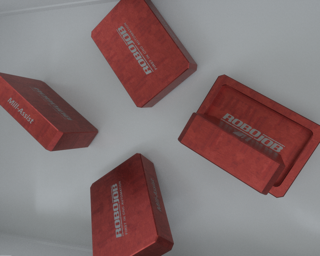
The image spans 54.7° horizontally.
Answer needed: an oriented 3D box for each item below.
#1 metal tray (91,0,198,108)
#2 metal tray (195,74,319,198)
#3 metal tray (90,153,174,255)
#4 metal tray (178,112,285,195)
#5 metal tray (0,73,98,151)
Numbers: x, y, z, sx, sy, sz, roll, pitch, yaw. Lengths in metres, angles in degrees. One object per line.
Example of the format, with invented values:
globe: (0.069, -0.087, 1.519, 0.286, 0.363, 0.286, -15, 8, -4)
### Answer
metal tray: (-0.024, -0.103, 0.409, 0.090, 0.030, 0.130, -38, 78, 24)
metal tray: (0.105, 0.007, 0.360, 0.130, 0.030, 0.090, 33, 97, 17)
metal tray: (-0.041, 0.104, 0.380, 0.090, 0.030, 0.130, -35, 39, 15)
metal tray: (0.080, 0.021, 0.326, 0.090, 0.130, 0.030, 32, 100, 17)
metal tray: (-0.159, -0.023, 0.430, 0.130, 0.090, 0.030, 40, 103, 15)
